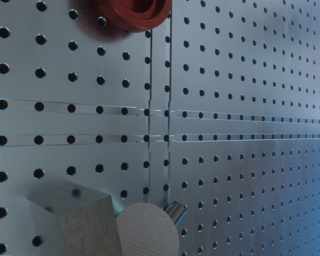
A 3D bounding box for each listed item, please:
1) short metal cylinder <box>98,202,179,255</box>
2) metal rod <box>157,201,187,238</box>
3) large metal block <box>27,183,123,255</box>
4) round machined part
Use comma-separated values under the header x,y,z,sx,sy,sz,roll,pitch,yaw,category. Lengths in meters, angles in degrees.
x,y,z,sx,sy,sz,roll,pitch,yaw,category
-0.026,0.131,0.350,0.081,0.050,0.080,17,52,-23,short metal cylinder
-0.064,0.204,0.355,0.301,0.025,0.025,-46,118,-30,metal rod
-0.083,0.105,0.304,0.050,0.080,0.079,-17,101,-39,large metal block
-0.036,-0.162,0.367,0.099,0.042,0.097,0,90,-40,round machined part
